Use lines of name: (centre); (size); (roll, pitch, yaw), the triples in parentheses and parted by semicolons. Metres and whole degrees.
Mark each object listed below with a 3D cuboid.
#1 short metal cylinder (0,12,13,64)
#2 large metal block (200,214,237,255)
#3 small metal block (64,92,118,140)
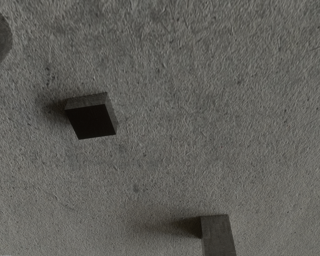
short metal cylinder: (-0.200, -0.089, 0.312); (0.081, 0.050, 0.079); (0, 130, 0)
large metal block: (0.102, 0.213, 0.555); (0.050, 0.080, 0.080); (-4, 130, 3)
small metal block: (-0.086, -0.015, 0.394); (0.050, 0.025, 0.050); (-8, 130, 6)
